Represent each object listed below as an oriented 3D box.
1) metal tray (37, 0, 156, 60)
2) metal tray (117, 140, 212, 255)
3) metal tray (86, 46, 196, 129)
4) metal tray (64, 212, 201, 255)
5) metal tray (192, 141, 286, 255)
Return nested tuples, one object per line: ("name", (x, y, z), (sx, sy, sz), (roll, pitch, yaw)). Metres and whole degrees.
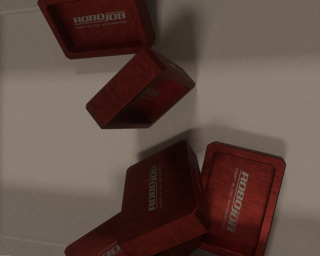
("metal tray", (-0.080, -0.140, 0.405), (0.130, 0.090, 0.030), (0, 46, 19))
("metal tray", (0.003, 0.075, 0.353), (0.090, 0.130, 0.030), (-28, 116, 13))
("metal tray", (-0.015, -0.039, 0.359), (0.090, 0.130, 0.030), (-42, 77, 15))
("metal tray", (-0.030, 0.135, 0.353), (0.090, 0.131, 0.030), (26, 137, 49))
("metal tray", (0.091, 0.089, 0.375), (0.090, 0.030, 0.129), (14, 94, 19))
